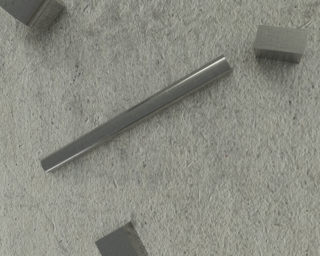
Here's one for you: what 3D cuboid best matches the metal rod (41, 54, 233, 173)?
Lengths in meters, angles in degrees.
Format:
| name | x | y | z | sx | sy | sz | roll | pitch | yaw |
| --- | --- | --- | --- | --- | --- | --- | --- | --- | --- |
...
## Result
| name | x | y | z | sx | sy | sz | roll | pitch | yaw |
| --- | --- | --- | --- | --- | --- | --- | --- | --- | --- |
| metal rod | -0.043 | -0.012 | 0.423 | 0.300 | 0.025 | 0.025 | -28 | 81 | 17 |

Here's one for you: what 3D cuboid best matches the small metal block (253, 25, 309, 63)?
| name | x | y | z | sx | sy | sz | roll | pitch | yaw |
| --- | --- | --- | --- | --- | --- | --- | --- | --- | --- |
| small metal block | 0.135 | -0.093 | 0.348 | 0.050 | 0.050 | 0.025 | 13 | 94 | 19 |

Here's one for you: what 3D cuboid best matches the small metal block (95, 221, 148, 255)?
| name | x | y | z | sx | sy | sz | roll | pitch | yaw |
| --- | --- | --- | --- | --- | --- | --- | --- | --- | --- |
| small metal block | -0.053 | 0.165 | 0.427 | 0.050 | 0.025 | 0.050 | -33 | 80 | 16 |

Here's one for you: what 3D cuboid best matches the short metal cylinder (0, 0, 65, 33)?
| name | x | y | z | sx | sy | sz | roll | pitch | yaw |
| --- | --- | --- | --- | --- | --- | --- | --- | --- | --- |
| short metal cylinder | -0.185 | -0.183 | 0.443 | 0.080 | 0.080 | 0.050 | 45 | 104 | 14 |
